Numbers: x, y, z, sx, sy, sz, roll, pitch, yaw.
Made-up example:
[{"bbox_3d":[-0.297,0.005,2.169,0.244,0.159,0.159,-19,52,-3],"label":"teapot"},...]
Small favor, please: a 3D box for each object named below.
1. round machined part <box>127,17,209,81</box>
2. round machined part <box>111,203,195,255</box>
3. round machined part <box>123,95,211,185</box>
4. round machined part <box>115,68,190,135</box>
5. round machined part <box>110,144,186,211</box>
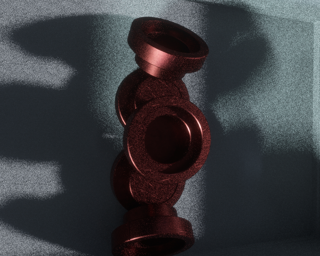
[{"bbox_3d":[0.007,-0.095,0.384,0.099,0.098,0.042,8,130,-20],"label":"round machined part"},{"bbox_3d":[-0.010,0.126,0.378,0.099,0.097,0.042,7,50,-20],"label":"round machined part"},{"bbox_3d":[0.005,0.013,0.357,0.099,0.042,0.097,0,90,-21],"label":"round machined part"},{"bbox_3d":[-0.005,-0.032,0.398,0.099,0.042,0.097,0,90,-21],"label":"round machined part"},{"bbox_3d":[-0.011,0.065,0.396,0.099,0.042,0.097,0,90,-21],"label":"round machined part"}]
